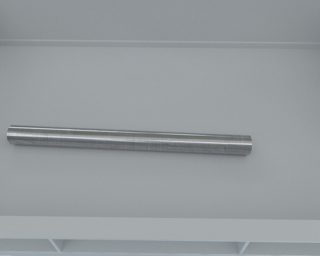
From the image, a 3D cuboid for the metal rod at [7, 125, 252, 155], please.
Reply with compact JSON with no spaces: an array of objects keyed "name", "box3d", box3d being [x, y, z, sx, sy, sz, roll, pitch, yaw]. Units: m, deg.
[{"name":"metal rod","box3d":[-0.039,0.015,0.392,0.302,0.025,0.025,2,50,2]}]
